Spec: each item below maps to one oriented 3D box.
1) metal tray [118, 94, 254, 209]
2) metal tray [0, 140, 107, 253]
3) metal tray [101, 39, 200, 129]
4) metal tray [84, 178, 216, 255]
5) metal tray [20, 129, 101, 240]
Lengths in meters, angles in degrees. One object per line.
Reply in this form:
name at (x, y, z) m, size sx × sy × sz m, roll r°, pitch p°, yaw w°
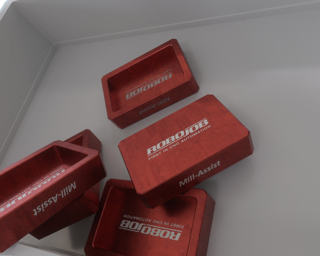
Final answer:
metal tray at (0.025, 0.022, 0.351) m, size 0.131 × 0.030 × 0.090 m, roll -28°, pitch 40°, yaw -3°
metal tray at (-0.134, 0.062, 0.326) m, size 0.090 × 0.030 × 0.131 m, roll 9°, pitch 33°, yaw 40°
metal tray at (-0.018, -0.065, 0.451) m, size 0.130 × 0.030 × 0.090 m, roll -26°, pitch 53°, yaw 12°
metal tray at (-0.012, 0.108, 0.342) m, size 0.130 × 0.030 × 0.090 m, roll 1°, pitch 62°, yaw 28°
metal tray at (-0.124, 0.067, 0.403) m, size 0.090 × 0.030 × 0.130 m, roll -27°, pitch 36°, yaw 11°
